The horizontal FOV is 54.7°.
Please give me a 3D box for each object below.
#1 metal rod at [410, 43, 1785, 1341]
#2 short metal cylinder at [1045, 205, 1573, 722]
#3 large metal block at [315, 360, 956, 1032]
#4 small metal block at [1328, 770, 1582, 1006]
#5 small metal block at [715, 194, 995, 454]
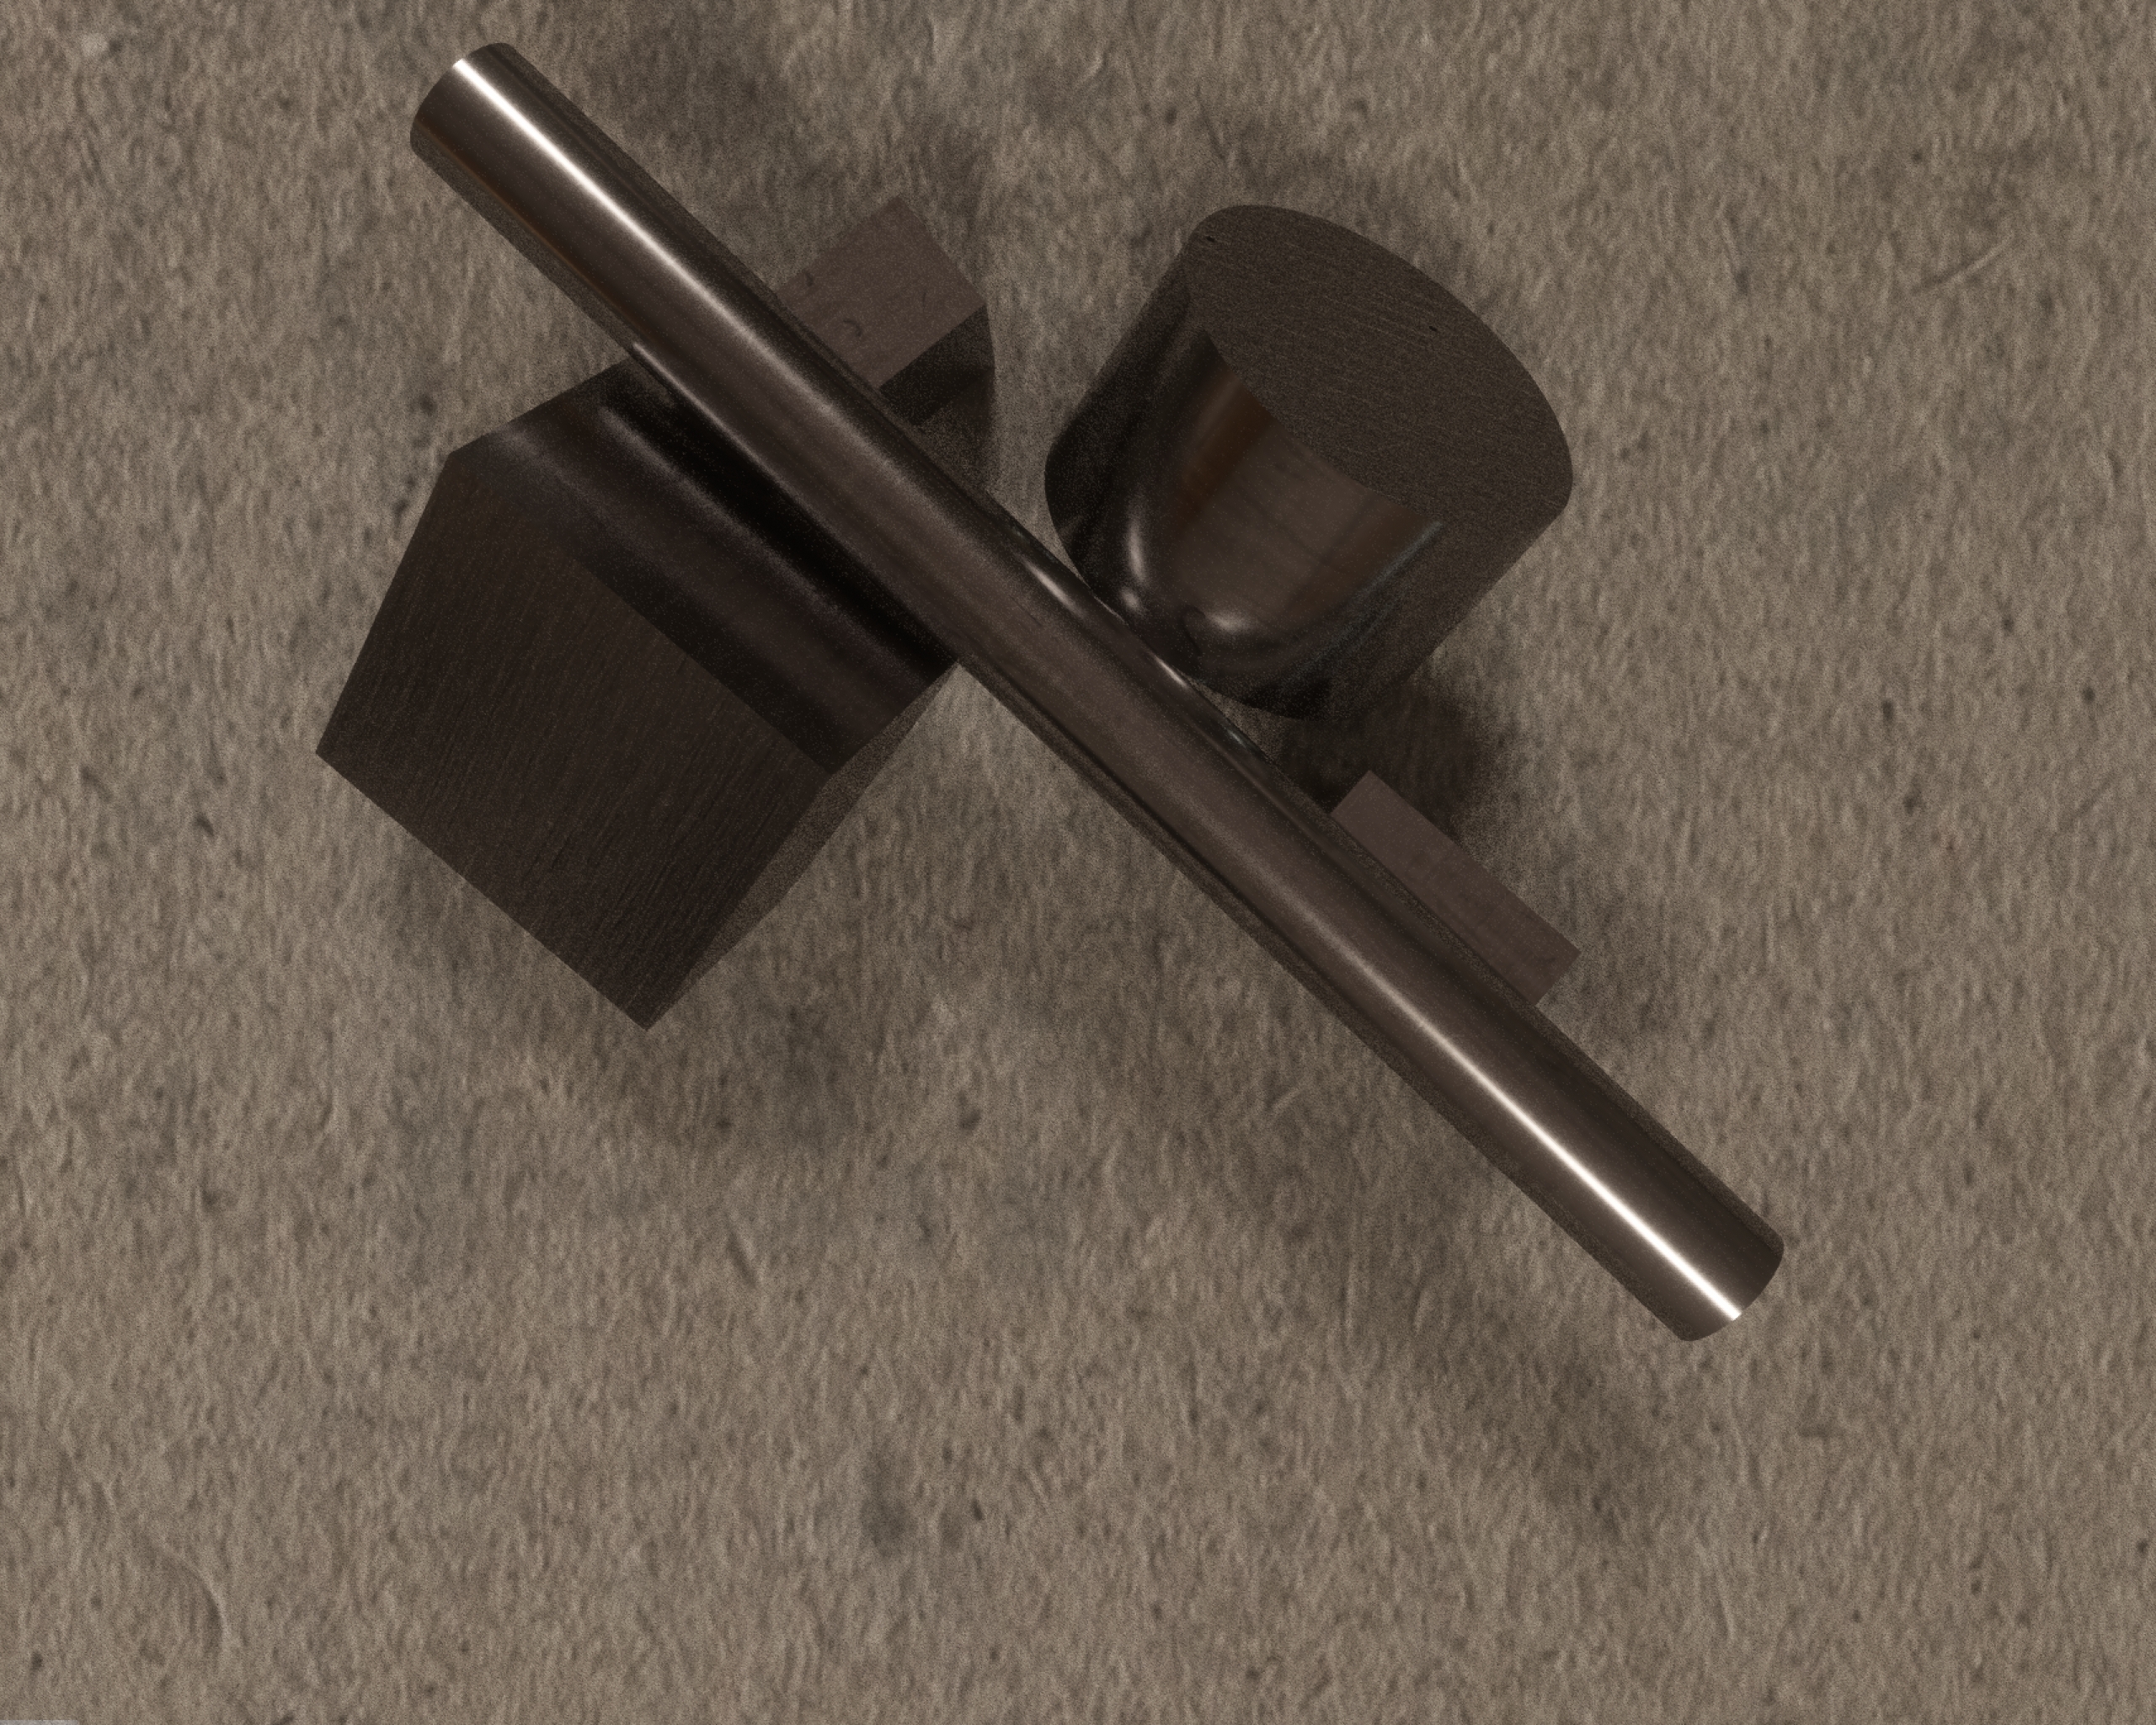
[{"bbox_3d":[0.004,-0.029,0.361,0.300,0.025,0.025,43,90,-1],"label":"metal rod"},{"bbox_3d":[0.041,-0.072,0.378,0.080,0.080,0.050,39,131,0],"label":"short metal cylinder"},{"bbox_3d":[-0.080,-0.030,0.380,0.080,0.050,0.080,41,130,-1],"label":"large metal block"},{"bbox_3d":[0.063,0.009,0.396,0.050,0.050,0.025,41,90,-1],"label":"small metal block"},{"bbox_3d":[-0.044,-0.095,0.398,0.050,0.050,0.025,-39,90,0],"label":"small metal block"}]
